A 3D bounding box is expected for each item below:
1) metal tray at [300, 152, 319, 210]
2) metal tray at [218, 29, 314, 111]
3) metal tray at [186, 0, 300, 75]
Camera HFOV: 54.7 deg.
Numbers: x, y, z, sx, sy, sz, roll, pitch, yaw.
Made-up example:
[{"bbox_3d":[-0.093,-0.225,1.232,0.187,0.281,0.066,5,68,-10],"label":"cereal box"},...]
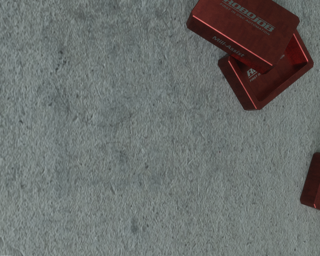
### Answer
[{"bbox_3d":[0.304,0.104,0.518,0.131,0.030,0.090,22,83,-19],"label":"metal tray"},{"bbox_3d":[0.161,-0.097,0.465,0.131,0.030,0.090,-37,102,-16],"label":"metal tray"},{"bbox_3d":[0.114,-0.145,0.424,0.130,0.030,0.090,32,73,-1],"label":"metal tray"}]
